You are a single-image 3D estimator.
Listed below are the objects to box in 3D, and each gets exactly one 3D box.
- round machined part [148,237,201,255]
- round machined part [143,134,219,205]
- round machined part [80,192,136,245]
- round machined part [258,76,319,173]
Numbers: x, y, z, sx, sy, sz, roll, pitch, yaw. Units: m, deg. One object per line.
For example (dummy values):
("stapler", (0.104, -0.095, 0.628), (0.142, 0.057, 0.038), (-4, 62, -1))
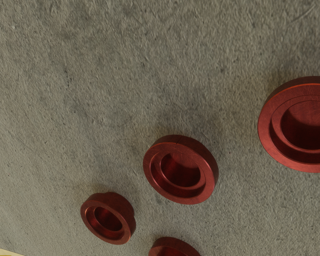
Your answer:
("round machined part", (0.024, 0.238, 0.531), (0.098, 0.042, 0.097), (13, 124, 21))
("round machined part", (0.030, 0.050, 0.411), (0.098, 0.042, 0.097), (13, 124, 21))
("round machined part", (-0.084, 0.150, 0.533), (0.098, 0.042, 0.097), (13, 124, 21))
("round machined part", (0.152, -0.007, 0.311), (0.098, 0.042, 0.097), (13, 124, 21))
